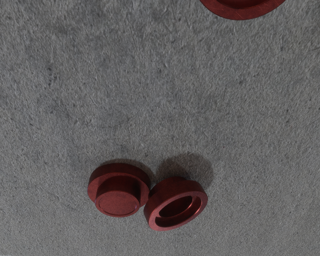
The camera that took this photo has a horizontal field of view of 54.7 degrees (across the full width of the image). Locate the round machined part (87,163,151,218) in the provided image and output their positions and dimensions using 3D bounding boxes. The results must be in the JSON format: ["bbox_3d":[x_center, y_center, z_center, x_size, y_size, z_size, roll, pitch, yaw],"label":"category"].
[{"bbox_3d":[-0.064,0.103,0.483,0.099,0.042,0.097,0,130,0],"label":"round machined part"}]

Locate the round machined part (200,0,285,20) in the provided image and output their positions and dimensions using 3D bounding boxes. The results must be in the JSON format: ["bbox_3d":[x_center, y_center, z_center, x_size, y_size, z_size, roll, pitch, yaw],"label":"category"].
[{"bbox_3d":[0.073,-0.149,0.269,0.099,0.042,0.097,0,130,0],"label":"round machined part"}]

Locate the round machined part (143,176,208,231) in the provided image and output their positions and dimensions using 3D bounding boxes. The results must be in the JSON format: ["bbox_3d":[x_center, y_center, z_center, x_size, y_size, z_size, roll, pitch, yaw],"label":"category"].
[{"bbox_3d":[0.021,0.112,0.477,0.099,0.042,0.097,-16,137,-16],"label":"round machined part"}]
